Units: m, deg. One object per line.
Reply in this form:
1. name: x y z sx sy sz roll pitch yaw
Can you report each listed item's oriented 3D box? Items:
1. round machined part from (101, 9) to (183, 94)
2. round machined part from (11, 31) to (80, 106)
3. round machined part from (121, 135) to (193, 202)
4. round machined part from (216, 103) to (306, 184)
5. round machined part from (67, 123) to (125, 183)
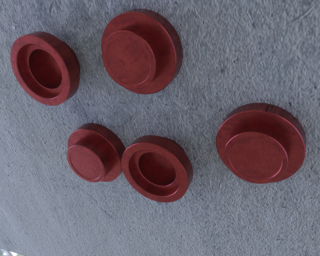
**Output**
1. round machined part: -0.027 -0.083 0.359 0.098 0.042 0.097 13 124 21
2. round machined part: -0.150 -0.083 0.424 0.098 0.042 0.097 13 124 21
3. round machined part: 0.000 0.051 0.428 0.098 0.042 0.097 13 124 21
4. round machined part: 0.111 0.024 0.352 0.098 0.042 0.097 13 124 21
5. round machined part: -0.103 0.045 0.478 0.098 0.042 0.097 13 124 21
